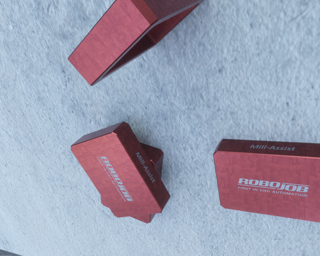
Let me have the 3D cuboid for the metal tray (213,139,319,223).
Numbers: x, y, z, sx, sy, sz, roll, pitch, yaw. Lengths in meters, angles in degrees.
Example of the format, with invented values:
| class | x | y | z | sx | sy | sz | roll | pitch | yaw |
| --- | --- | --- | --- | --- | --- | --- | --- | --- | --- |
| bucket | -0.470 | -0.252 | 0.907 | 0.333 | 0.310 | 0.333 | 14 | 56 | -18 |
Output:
| class | x | y | z | sx | sy | sz | roll | pitch | yaw |
| --- | --- | --- | --- | --- | --- | --- | --- | --- | --- |
| metal tray | 0.135 | 0.061 | 0.370 | 0.130 | 0.030 | 0.089 | 2 | 120 | 27 |

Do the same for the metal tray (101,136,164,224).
| class | x | y | z | sx | sy | sz | roll | pitch | yaw |
| --- | --- | --- | --- | --- | --- | --- | --- | --- | --- |
| metal tray | -0.046 | 0.079 | 0.475 | 0.090 | 0.030 | 0.129 | 17 | 125 | 18 |

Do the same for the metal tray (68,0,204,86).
| class | x | y | z | sx | sy | sz | roll | pitch | yaw |
| --- | --- | --- | --- | --- | --- | --- | --- | --- | --- |
| metal tray | -0.015 | -0.095 | 0.287 | 0.090 | 0.131 | 0.030 | -34 | 100 | 38 |

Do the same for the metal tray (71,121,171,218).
| class | x | y | z | sx | sy | sz | roll | pitch | yaw |
| --- | --- | --- | --- | --- | --- | --- | --- | --- | --- |
| metal tray | -0.054 | 0.062 | 0.430 | 0.090 | 0.030 | 0.130 | -17 | 110 | 34 |
